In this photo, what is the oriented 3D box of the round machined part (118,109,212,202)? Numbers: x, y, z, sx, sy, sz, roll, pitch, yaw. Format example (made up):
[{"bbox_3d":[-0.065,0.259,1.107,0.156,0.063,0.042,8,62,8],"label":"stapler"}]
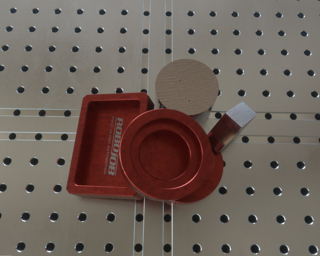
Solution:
[{"bbox_3d":[0.003,0.031,0.341,0.099,0.042,0.098,3,71,-10],"label":"round machined part"}]

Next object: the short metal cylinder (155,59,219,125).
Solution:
[{"bbox_3d":[0.034,-0.045,0.415,0.081,0.050,0.080,0,70,0],"label":"short metal cylinder"}]

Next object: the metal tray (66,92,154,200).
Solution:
[{"bbox_3d":[-0.059,0.021,0.389,0.090,0.030,0.130,-1,69,15],"label":"metal tray"}]

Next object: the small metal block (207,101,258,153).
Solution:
[{"bbox_3d":[0.089,-0.001,0.390,0.025,0.050,0.050,45,41,14],"label":"small metal block"}]

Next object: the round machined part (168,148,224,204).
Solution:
[{"bbox_3d":[0.030,0.044,0.386,0.099,0.042,0.098,0,70,-1],"label":"round machined part"}]
